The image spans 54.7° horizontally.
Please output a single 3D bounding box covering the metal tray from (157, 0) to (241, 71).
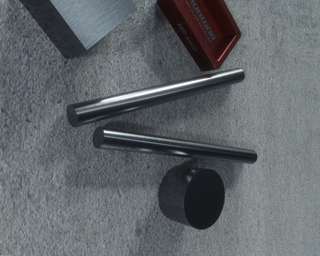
[{"bbox_3d":[0.062,-0.160,0.455,0.130,0.030,0.090,50,60,-28],"label":"metal tray"}]

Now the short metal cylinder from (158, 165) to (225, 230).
[{"bbox_3d":[0.044,0.094,0.428,0.081,0.050,0.079,0,90,-40],"label":"short metal cylinder"}]

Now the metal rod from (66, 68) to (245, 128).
[{"bbox_3d":[0.019,-0.050,0.422,0.302,0.025,0.025,-19,102,-39],"label":"metal rod"}]

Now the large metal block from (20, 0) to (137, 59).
[{"bbox_3d":[-0.084,-0.131,0.319,0.080,0.050,0.080,-50,120,-28],"label":"large metal block"}]

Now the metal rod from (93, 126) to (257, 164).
[{"bbox_3d":[0.045,0.031,0.444,0.302,0.025,0.025,10,84,-40],"label":"metal rod"}]
